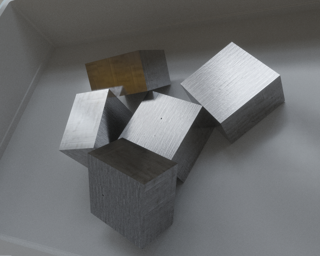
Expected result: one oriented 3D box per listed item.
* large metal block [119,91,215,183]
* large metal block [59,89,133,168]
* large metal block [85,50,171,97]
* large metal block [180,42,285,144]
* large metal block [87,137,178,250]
[{"bbox_3d":[0.007,0.008,0.379,0.080,0.050,0.080,21,73,35],"label":"large metal block"},{"bbox_3d":[-0.074,0.008,0.401,0.050,0.080,0.080,-5,59,25],"label":"large metal block"},{"bbox_3d":[-0.041,-0.074,0.426,0.080,0.080,0.050,-8,100,25],"label":"large metal block"},{"bbox_3d":[0.085,-0.043,0.368,0.080,0.050,0.080,-39,51,1],"label":"large metal block"},{"bbox_3d":[-0.031,0.067,0.334,0.080,0.079,0.050,22,31,34],"label":"large metal block"}]
